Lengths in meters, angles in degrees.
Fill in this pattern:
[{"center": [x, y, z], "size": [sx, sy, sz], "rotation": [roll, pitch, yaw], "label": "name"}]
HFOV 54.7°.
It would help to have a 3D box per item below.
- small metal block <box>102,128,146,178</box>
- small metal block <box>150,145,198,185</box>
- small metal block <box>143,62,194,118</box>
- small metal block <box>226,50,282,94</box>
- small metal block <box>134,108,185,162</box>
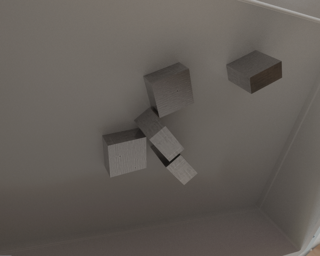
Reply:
[{"center": [-0.046, 0.032, 0.405], "size": [0.050, 0.025, 0.050], "rotation": [-13, 124, -22], "label": "small metal block"}, {"center": [0.019, 0.045, 0.433], "size": [0.025, 0.050, 0.050], "rotation": [-42, 130, 0], "label": "small metal block"}, {"center": [0.012, -0.047, 0.387], "size": [0.050, 0.025, 0.050], "rotation": [-24, 128, -14], "label": "small metal block"}, {"center": [0.126, -0.077, 0.416], "size": [0.050, 0.050, 0.025], "rotation": [-28, 128, -11], "label": "small metal block"}, {"center": [-0.001, 0.008, 0.399], "size": [0.025, 0.050, 0.050], "rotation": [-41, 130, -1], "label": "small metal block"}]
